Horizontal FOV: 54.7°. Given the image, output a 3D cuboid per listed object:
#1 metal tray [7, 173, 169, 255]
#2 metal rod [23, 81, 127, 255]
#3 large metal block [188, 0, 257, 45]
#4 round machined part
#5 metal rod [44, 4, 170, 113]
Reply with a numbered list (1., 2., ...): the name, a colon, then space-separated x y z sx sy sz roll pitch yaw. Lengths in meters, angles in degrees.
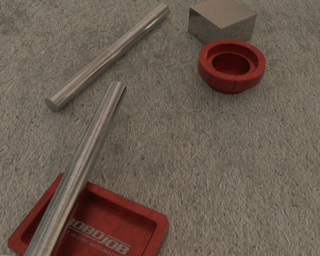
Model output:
1. metal tray: -0.067 0.108 0.308 0.130 0.030 0.090 20 53 15
2. metal rod: -0.089 0.060 0.312 0.025 0.025 0.300 10 50 8
3. large metal block: 0.107 -0.183 0.542 0.081 0.050 0.080 -27 55 -21
4. round machined part: 0.106 -0.088 0.468 0.099 0.042 0.098 0 50 0
5. metal rod: -0.071 -0.129 0.510 0.025 0.025 0.301 26 54 19
